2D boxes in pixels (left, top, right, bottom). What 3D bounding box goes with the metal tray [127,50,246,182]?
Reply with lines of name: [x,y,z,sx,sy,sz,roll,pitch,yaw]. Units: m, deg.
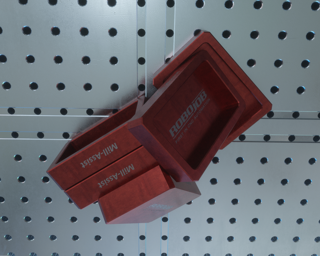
metal tray: [0.036,-0.015,0.348,0.090,0.030,0.130,49,58,-16]

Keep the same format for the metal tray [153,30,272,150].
metal tray: [0.066,-0.046,0.394,0.090,0.030,0.130,-42,105,13]

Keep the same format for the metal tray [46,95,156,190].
metal tray: [-0.067,0.015,0.383,0.130,0.090,0.030,-31,108,10]

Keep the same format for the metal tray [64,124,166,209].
metal tray: [-0.049,0.039,0.391,0.130,0.090,0.030,-31,108,10]

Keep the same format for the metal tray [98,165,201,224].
metal tray: [-0.007,0.089,0.397,0.090,0.130,0.030,-31,66,11]
